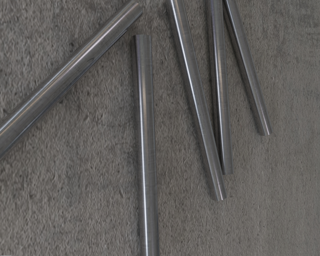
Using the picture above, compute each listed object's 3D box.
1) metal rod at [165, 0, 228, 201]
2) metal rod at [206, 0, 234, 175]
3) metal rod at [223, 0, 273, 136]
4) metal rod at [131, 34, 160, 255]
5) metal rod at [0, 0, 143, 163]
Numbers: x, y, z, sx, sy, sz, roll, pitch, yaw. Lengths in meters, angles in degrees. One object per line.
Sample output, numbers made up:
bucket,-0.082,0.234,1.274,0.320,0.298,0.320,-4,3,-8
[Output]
metal rod,0.056,-0.034,0.450,0.025,0.025,0.298,-24,105,-37
metal rod,0.092,-0.077,0.481,0.025,0.025,0.298,-8,96,-40
metal rod,0.141,-0.124,0.522,0.025,0.025,0.299,-34,111,-35
metal rod,-0.017,0.036,0.390,0.025,0.025,0.298,-4,93,-40
metal rod,-0.111,-0.036,0.311,0.025,0.025,0.301,51,60,-28
